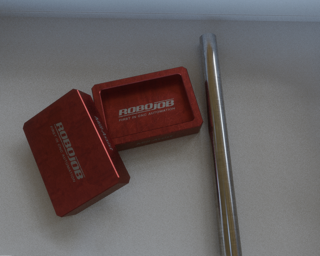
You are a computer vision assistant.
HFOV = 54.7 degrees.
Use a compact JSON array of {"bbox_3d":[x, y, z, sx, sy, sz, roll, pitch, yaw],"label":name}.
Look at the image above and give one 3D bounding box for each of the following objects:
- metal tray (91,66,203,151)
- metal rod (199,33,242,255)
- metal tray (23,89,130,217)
[{"bbox_3d":[-0.018,-0.025,0.415,0.131,0.030,0.090,-13,71,-5],"label":"metal tray"},{"bbox_3d":[0.076,0.007,0.407,0.025,0.025,0.299,-2,70,-1],"label":"metal rod"},{"bbox_3d":[-0.104,0.029,0.378,0.090,0.030,0.130,-32,72,12],"label":"metal tray"}]
